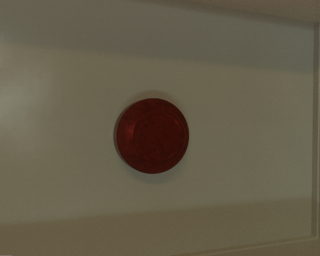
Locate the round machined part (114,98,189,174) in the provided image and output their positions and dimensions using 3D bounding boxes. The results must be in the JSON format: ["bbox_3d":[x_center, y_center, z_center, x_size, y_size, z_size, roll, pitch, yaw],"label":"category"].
[{"bbox_3d":[-0.007,0.010,0.396,0.099,0.042,0.097,0,90,-21],"label":"round machined part"}]
